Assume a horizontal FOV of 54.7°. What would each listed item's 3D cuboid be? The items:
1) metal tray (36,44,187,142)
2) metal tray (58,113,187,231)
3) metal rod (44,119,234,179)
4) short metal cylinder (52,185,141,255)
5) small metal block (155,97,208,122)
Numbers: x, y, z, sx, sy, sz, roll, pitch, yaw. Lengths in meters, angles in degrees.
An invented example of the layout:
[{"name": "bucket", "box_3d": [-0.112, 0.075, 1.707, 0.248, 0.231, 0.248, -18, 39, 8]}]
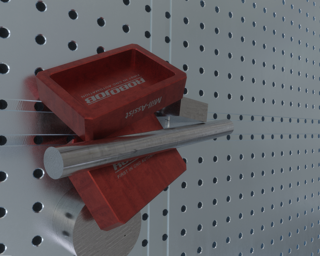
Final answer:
[{"name": "metal tray", "box_3d": [-0.047, -0.044, 0.327, 0.131, 0.090, 0.030, -29, 143, -36]}, {"name": "metal tray", "box_3d": [-0.033, 0.037, 0.336, 0.090, 0.030, 0.131, 58, 37, 2]}, {"name": "metal rod", "box_3d": [0.010, 0.012, 0.353, 0.302, 0.025, 0.025, -9, 96, -52]}, {"name": "short metal cylinder", "box_3d": [-0.068, 0.103, 0.337, 0.081, 0.050, 0.079, -1, 91, -40]}, {"name": "small metal block", "box_3d": [0.028, -0.024, 0.417, 0.050, 0.050, 0.025, 11, 83, -40]}]
